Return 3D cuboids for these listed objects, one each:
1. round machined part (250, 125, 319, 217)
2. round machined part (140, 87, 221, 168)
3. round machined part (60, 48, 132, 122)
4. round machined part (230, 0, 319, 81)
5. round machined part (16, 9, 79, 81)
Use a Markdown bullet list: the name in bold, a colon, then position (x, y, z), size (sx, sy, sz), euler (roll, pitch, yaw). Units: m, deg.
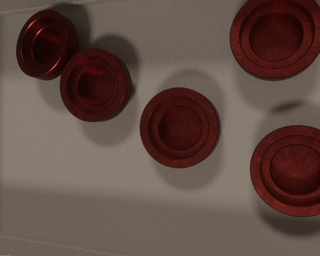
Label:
- **round machined part**: position (0.153, 0.045, 0.347), size (0.098, 0.042, 0.097), euler (0, 90, 19)
- **round machined part**: position (0.028, 0.000, 0.391), size (0.098, 0.042, 0.097), euler (0, 90, 19)
- **round machined part**: position (-0.084, -0.057, 0.429), size (0.098, 0.042, 0.097), euler (1, 92, 18)
- **round machined part**: position (0.132, -0.102, 0.355), size (0.098, 0.042, 0.097), euler (0, 90, 19)
- **round machined part**: position (-0.157, -0.116, 0.449), size (0.098, 0.042, 0.097), euler (-4, 82, 27)
